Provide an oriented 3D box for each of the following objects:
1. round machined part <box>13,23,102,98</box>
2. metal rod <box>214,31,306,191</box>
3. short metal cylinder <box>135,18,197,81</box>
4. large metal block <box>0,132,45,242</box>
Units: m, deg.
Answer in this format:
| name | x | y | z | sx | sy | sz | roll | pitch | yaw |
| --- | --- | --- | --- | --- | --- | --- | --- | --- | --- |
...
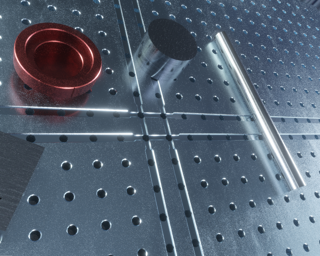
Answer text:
| name | x | y | z | sx | sy | sz | roll | pitch | yaw |
| --- | --- | --- | --- | --- | --- | --- | --- | --- | --- |
| round machined part | -0.125 | -0.077 | 0.378 | 0.099 | 0.042 | 0.098 | 14 | 56 | -21 |
| metal rod | 0.160 | -0.040 | 0.521 | 0.025 | 0.025 | 0.299 | -6 | 65 | -31 |
| short metal cylinder | 0.009 | -0.118 | 0.471 | 0.081 | 0.050 | 0.080 | 14 | 56 | -21 |
| large metal block | -0.162 | 0.047 | 0.277 | 0.080 | 0.050 | 0.080 | 23 | 53 | -15 |
